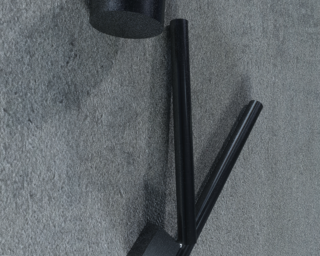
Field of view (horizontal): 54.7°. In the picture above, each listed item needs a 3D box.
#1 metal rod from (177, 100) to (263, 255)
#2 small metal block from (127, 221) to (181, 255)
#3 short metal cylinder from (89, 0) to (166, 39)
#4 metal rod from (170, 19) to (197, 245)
[{"bbox_3d":[0.094,0.073,0.483,0.025,0.025,0.300,48,61,-29],"label":"metal rod"},{"bbox_3d":[-0.007,0.158,0.399,0.050,0.025,0.050,50,61,-29],"label":"small metal block"},{"bbox_3d":[-0.034,-0.136,0.340,0.081,0.080,0.050,6,86,-40],"label":"short metal cylinder"},{"bbox_3d":[0.031,0.003,0.419,0.025,0.025,0.298,0,87,-40],"label":"metal rod"}]
